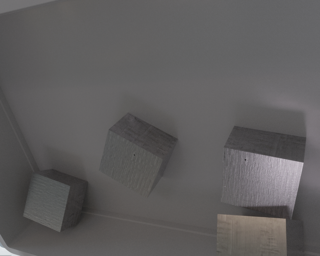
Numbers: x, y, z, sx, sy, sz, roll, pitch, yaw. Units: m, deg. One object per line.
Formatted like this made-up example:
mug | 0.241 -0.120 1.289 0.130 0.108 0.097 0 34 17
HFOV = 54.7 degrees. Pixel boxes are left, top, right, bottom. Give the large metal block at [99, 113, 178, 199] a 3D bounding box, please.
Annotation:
large metal block | -0.031 0.038 0.433 0.080 0.050 0.079 28 128 10

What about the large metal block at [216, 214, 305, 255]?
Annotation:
large metal block | 0.125 0.136 0.380 0.080 0.080 0.050 -7 70 35

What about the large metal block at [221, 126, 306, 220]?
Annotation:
large metal block | 0.119 0.050 0.361 0.080 0.050 0.079 10 123 22

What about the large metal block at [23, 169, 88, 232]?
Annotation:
large metal block | -0.183 0.124 0.544 0.080 0.050 0.080 15 94 20
